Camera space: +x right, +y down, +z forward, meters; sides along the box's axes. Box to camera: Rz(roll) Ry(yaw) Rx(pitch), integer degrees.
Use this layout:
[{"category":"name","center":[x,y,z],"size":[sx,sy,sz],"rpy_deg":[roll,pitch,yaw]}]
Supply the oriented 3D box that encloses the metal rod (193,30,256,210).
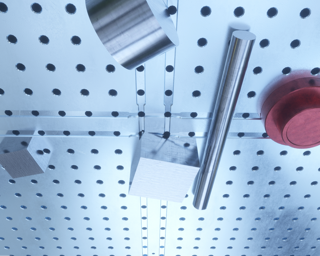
[{"category":"metal rod","center":[0.078,0.014,0.425],"size":[0.025,0.025,0.298],"rpy_deg":[3,130,-3]}]

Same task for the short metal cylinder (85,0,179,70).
[{"category":"short metal cylinder","center":[-0.023,-0.101,0.289],"size":[0.050,0.080,0.080],"rpy_deg":[-24,126,19]}]

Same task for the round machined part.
[{"category":"round machined part","center":[0.184,-0.011,0.394],"size":[0.099,0.042,0.097],"rpy_deg":[-1,130,0]}]

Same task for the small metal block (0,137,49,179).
[{"category":"small metal block","center":[-0.198,0.043,0.446],"size":[0.050,0.025,0.050],"rpy_deg":[-11,130,8]}]

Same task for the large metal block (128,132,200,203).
[{"category":"large metal block","center":[0.004,0.058,0.445],"size":[0.081,0.050,0.079],"rpy_deg":[11,129,-10]}]
